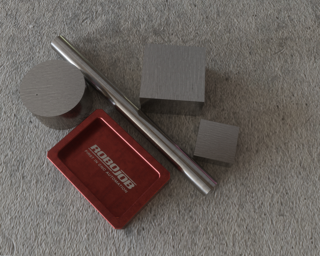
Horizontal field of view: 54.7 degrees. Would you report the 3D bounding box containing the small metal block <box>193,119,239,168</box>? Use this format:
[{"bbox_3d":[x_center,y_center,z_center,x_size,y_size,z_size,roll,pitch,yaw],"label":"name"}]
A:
[{"bbox_3d":[0.072,0.020,0.403,0.050,0.025,0.050,12,70,4],"label":"small metal block"}]

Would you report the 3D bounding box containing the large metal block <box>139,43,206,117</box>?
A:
[{"bbox_3d":[0.018,-0.064,0.420,0.081,0.050,0.080,4,70,1],"label":"large metal block"}]

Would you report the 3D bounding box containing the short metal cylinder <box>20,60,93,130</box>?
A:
[{"bbox_3d":[-0.134,-0.043,0.410,0.081,0.050,0.080,0,70,0],"label":"short metal cylinder"}]

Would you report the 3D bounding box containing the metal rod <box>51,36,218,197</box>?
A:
[{"bbox_3d":[-0.043,-0.024,0.417,0.025,0.025,0.300,-43,76,-14],"label":"metal rod"}]

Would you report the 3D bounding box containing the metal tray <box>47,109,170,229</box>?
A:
[{"bbox_3d":[-0.063,0.049,0.388,0.130,0.030,0.090,42,75,13],"label":"metal tray"}]
